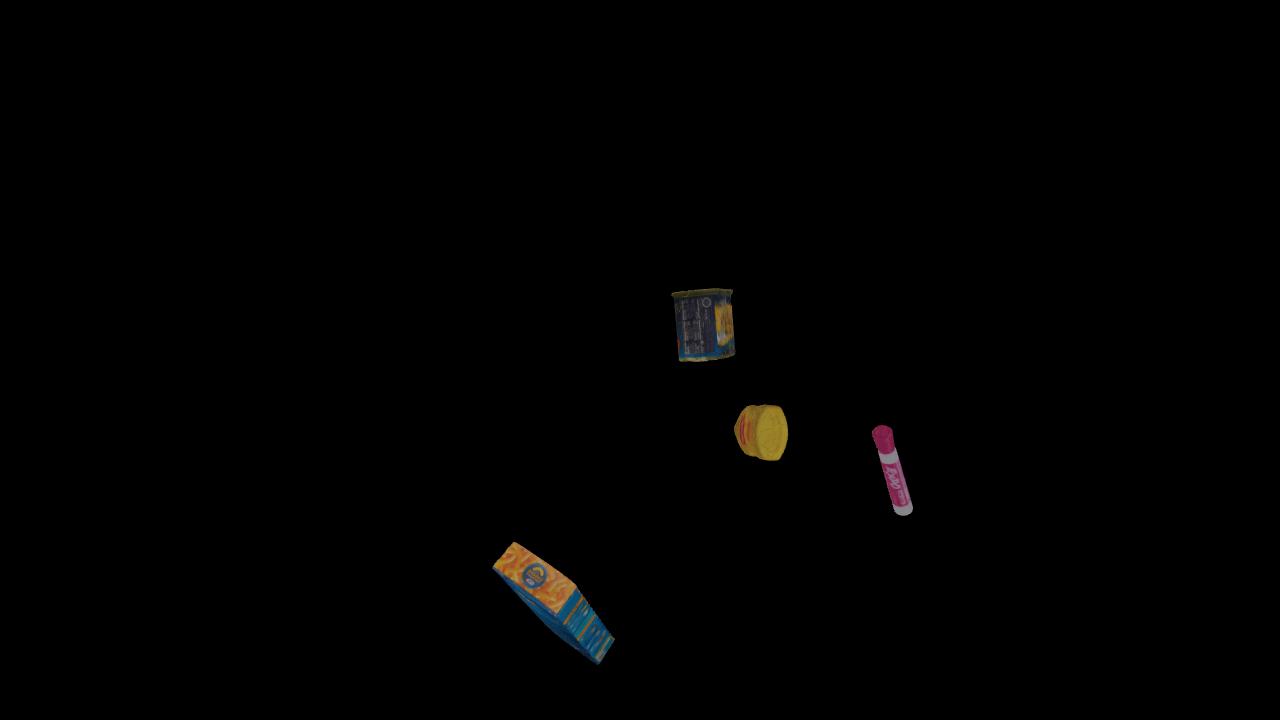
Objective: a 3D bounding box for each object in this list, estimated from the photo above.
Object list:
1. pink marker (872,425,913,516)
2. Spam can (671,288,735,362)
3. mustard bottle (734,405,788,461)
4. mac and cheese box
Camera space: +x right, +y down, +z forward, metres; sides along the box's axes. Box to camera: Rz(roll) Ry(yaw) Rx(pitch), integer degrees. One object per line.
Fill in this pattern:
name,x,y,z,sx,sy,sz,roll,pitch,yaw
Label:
pink marker,0.251,0.110,0.612,0.020,0.121,0.020,-20,32,13
Spam can,0.082,-0.043,0.764,0.058,0.085,0.101,-4,3,25
mustard bottle,0.202,0.124,1.071,0.054,0.092,0.184,-3,-4,-6
mac and cheese box,-0.091,0.276,0.687,0.093,0.041,0.184,26,-30,29
